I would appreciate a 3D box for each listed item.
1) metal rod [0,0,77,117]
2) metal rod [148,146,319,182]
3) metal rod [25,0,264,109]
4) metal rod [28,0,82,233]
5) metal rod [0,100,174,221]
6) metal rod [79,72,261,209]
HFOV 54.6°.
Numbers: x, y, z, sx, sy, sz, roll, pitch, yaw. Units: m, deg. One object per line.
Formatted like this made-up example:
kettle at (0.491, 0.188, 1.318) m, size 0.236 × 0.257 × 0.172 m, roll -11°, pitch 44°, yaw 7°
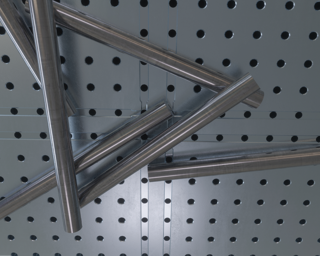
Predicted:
metal rod at (-0.182, -0.144, 0.359) m, size 0.025 × 0.025 × 0.299 m, roll -24°, pitch 109°, yaw 8°
metal rod at (0.134, 0.047, 0.431) m, size 0.301 × 0.025 × 0.025 m, roll -6°, pitch 110°, yaw 2°
metal rod at (-0.011, -0.091, 0.379) m, size 0.301 × 0.025 × 0.025 m, roll 22°, pitch 109°, yaw -8°
metal rod at (-0.125, 0.000, 0.384) m, size 0.025 × 0.025 × 0.298 m, roll -1°, pitch 110°, yaw 0°
metal rod at (-0.115, 0.050, 0.430) m, size 0.300 × 0.025 × 0.025 m, roll -31°, pitch 107°, yaw 10°
metal rod at (-0.006, 0.026, 0.407) m, size 0.300 × 0.025 × 0.025 m, roll -35°, pitch 107°, yaw 17°
